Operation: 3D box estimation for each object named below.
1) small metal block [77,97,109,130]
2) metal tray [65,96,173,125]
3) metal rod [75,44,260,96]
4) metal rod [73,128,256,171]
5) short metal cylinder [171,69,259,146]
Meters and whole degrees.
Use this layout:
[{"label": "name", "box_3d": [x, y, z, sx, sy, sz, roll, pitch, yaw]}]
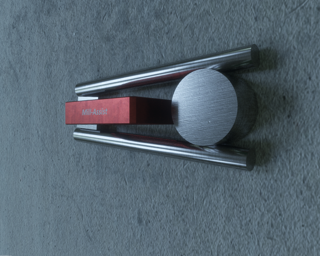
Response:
[{"label": "small metal block", "box_3d": [-0.106, -0.024, 0.495, 0.050, 0.025, 0.050, 6, 94, 40]}, {"label": "metal tray", "box_3d": [-0.049, -0.019, 0.403, 0.130, 0.091, 0.030, 0, 90, 40]}, {"label": "metal rod", "box_3d": [-0.015, -0.069, 0.419, 0.300, 0.025, 0.025, -3, 88, 40]}, {"label": "metal rod", "box_3d": [-0.019, 0.022, 0.422, 0.300, 0.025, 0.025, 6, 94, 39]}, {"label": "short metal cylinder", "box_3d": [0.060, -0.022, 0.340, 0.080, 0.050, 0.079, 0, 90, 40]}]
